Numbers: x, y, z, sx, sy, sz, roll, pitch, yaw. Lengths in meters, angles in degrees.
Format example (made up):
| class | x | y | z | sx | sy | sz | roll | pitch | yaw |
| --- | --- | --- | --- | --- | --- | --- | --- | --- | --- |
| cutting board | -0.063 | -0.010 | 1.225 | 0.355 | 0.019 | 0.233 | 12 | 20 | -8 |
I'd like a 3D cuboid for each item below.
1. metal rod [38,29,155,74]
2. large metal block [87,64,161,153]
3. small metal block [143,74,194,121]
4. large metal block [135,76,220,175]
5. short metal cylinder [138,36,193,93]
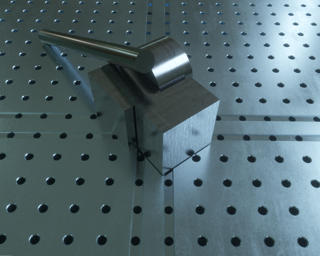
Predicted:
| class | x | y | z | sx | sy | sz | roll | pitch | yaw |
| --- | --- | --- | --- | --- | --- | --- | --- | --- | --- |
| metal rod | -0.108 | -0.116 | 0.436 | 0.025 | 0.025 | 0.300 | -34 | 37 | -25 |
| large metal block | -0.044 | -0.029 | 0.397 | 0.050 | 0.080 | 0.080 | -31 | 57 | -23 |
| small metal block | 0.012 | -0.045 | 0.446 | 0.050 | 0.025 | 0.050 | -34 | 58 | -26 |
| large metal block | 0.020 | -0.003 | 0.372 | 0.081 | 0.080 | 0.050 | -31 | 57 | -23 |
| short metal cylinder | -0.003 | -0.071 | 0.398 | 0.050 | 0.080 | 0.080 | -30 | 56 | -23 |
